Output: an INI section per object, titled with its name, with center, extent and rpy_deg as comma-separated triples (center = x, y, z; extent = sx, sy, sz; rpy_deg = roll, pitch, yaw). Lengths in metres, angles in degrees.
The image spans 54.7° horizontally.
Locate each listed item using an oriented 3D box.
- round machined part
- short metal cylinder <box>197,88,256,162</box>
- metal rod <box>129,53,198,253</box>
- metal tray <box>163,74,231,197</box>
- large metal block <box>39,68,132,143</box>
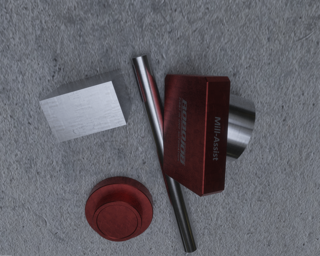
[round machined part]
center = -0.059, 0.123, 0.445
extent = 0.099, 0.042, 0.097
rpy_deg = 0, 110, -1
[short metal cylinder]
center = 0.074, -0.004, 0.380
extent = 0.050, 0.080, 0.079
rpy_deg = 17, 109, -7
[metal rod]
center = 0.011, 0.048, 0.427
extent = 0.025, 0.025, 0.298
rpy_deg = -13, 110, 4
[metal tray]
center = 0.039, 0.003, 0.364
extent = 0.030, 0.090, 0.129
rpy_deg = -5, 103, -27
[large metal block]
center = -0.082, -0.030, 0.368
extent = 0.080, 0.080, 0.050
rpy_deg = -15, 110, 5
